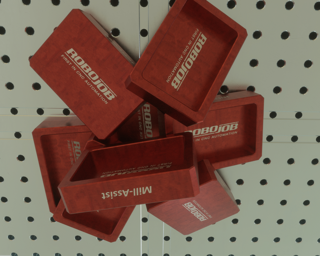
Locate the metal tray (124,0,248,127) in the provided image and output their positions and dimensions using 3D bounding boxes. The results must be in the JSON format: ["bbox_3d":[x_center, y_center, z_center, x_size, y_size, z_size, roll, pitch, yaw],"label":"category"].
[{"bbox_3d":[0.032,-0.078,0.346,0.090,0.030,0.130,32,74,-11],"label":"metal tray"}]

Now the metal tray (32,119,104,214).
[{"bbox_3d":[-0.115,0.054,0.430,0.090,0.030,0.129,-4,109,1],"label":"metal tray"}]

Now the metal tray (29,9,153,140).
[{"bbox_3d":[-0.079,-0.062,0.369,0.090,0.030,0.130,-43,89,14],"label":"metal tray"}]

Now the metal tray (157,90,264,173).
[{"bbox_3d":[0.066,0.007,0.394,0.131,0.030,0.089,-10,111,-15],"label":"metal tray"}]

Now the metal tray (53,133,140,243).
[{"bbox_3d":[-0.073,0.080,0.407,0.090,0.030,0.129,25,108,-9],"label":"metal tray"}]

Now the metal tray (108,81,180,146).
[{"bbox_3d":[-0.019,0.005,0.412,0.090,0.030,0.129,-5,108,0],"label":"metal tray"}]

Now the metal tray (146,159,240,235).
[{"bbox_3d":[0.046,0.097,0.411,0.090,0.030,0.130,-27,141,10],"label":"metal tray"}]

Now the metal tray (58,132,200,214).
[{"bbox_3d":[-0.027,0.043,0.325,0.130,0.090,0.030,-10,110,8],"label":"metal tray"}]
